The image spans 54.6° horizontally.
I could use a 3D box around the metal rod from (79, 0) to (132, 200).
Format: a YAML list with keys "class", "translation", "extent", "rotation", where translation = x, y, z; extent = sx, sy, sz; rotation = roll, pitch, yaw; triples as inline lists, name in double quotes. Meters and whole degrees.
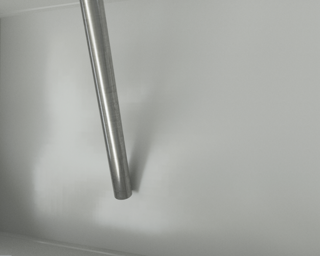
- class: "metal rod"
  translation: [-0.064, -0.044, 0.372]
  extent: [0.025, 0.025, 0.298]
  rotation: [3, 115, 20]
